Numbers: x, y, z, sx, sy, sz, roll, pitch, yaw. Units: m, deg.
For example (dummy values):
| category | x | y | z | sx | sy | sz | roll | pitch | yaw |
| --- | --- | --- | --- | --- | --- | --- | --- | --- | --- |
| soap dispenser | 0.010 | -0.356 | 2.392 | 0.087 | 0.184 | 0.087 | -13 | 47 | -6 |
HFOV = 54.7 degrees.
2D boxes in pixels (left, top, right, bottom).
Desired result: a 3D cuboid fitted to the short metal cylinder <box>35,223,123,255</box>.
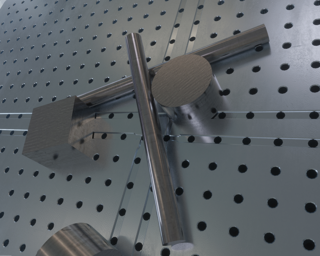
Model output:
| category | x | y | z | sx | sy | sz | roll | pitch | yaw |
| --- | --- | --- | --- | --- | --- | --- | --- | --- | --- |
| short metal cylinder | -0.086 | 0.149 | 0.327 | 0.050 | 0.080 | 0.080 | 26 | 76 | 37 |

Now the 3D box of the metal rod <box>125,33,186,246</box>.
| category | x | y | z | sx | sy | sz | roll | pitch | yaw |
| --- | --- | --- | --- | --- | --- | --- | --- | --- | --- |
| metal rod | -0.013 | -0.007 | 0.398 | 0.025 | 0.025 | 0.299 | -21 | 60 | 16 |

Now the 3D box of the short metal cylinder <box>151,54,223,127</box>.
| category | x | y | z | sx | sy | sz | roll | pitch | yaw |
| --- | --- | --- | --- | --- | --- | --- | --- | --- | --- |
| short metal cylinder | 0.036 | -0.048 | 0.403 | 0.080 | 0.050 | 0.080 | -13 | 56 | 21 |

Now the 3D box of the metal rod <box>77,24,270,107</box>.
| category | x | y | z | sx | sy | sz | roll | pitch | yaw |
| --- | --- | --- | --- | --- | --- | --- | --- | --- | --- |
| metal rod | 0.005 | -0.083 | 0.456 | 0.301 | 0.025 | 0.025 | -18 | 55 | 17 |

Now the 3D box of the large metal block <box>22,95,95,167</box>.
| category | x | y | z | sx | sy | sz | roll | pitch | yaw |
| --- | --- | --- | --- | --- | --- | --- | --- | --- | --- |
| large metal block | -0.150 | 0.006 | 0.467 | 0.080 | 0.050 | 0.080 | -14 | 56 | 20 |
